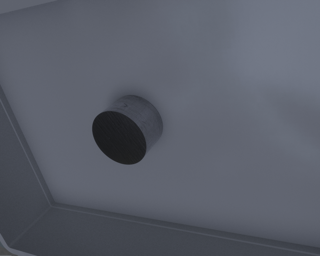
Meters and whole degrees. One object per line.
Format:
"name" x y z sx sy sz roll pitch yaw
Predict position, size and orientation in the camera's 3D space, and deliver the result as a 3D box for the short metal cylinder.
"short metal cylinder" -0.043 0.002 0.417 0.080 0.050 0.080 13 124 21
